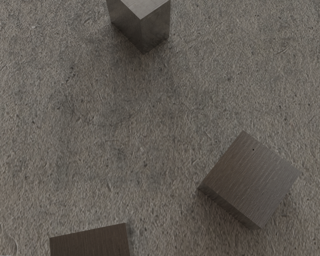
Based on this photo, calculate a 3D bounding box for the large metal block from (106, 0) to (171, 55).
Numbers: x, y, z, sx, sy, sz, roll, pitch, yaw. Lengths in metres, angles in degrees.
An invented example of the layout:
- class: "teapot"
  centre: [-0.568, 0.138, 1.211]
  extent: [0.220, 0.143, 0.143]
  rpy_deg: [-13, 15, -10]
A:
- class: "large metal block"
  centre: [-0.031, -0.165, 0.439]
  extent: [0.050, 0.080, 0.080]
  rpy_deg: [-39, 75, -13]

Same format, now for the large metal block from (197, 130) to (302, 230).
- class: "large metal block"
  centre: [0.104, 0.063, 0.372]
  extent: [0.080, 0.050, 0.080]
  rpy_deg: [38, 74, 12]

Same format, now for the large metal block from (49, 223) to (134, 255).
- class: "large metal block"
  centre: [-0.069, 0.153, 0.338]
  extent: [0.081, 0.050, 0.080]
  rpy_deg: [-10, 70, -4]
